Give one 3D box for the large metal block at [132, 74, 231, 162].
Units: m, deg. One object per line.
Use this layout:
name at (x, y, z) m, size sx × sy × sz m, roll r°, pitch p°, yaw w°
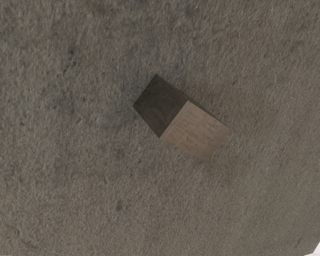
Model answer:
large metal block at (0.025, -0.013, 0.376) m, size 0.080 × 0.080 × 0.050 m, roll 29°, pitch 103°, yaw -38°
